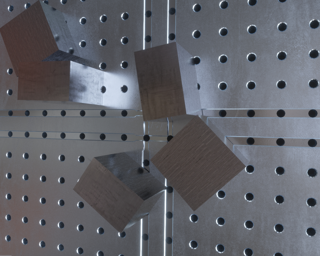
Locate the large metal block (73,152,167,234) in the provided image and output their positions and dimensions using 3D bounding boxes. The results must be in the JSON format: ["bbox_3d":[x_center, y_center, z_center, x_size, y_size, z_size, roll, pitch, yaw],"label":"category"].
[{"bbox_3d":[-0.048,0.078,0.401,0.080,0.080,0.050,38,102,16],"label":"large metal block"}]

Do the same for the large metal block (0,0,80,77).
[{"bbox_3d":[-0.179,-0.127,0.463,0.080,0.050,0.080,-26,82,18],"label":"large metal block"}]

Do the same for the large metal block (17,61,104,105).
[{"bbox_3d":[-0.135,-0.060,0.432,0.080,0.080,0.050,3,91,20],"label":"large metal block"}]

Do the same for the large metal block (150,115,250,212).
[{"bbox_3d":[0.050,0.041,0.382,0.080,0.050,0.080,-45,76,14],"label":"large metal block"}]

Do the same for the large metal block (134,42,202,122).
[{"bbox_3d":[0.013,-0.051,0.379,0.050,0.080,0.080,-9,87,20],"label":"large metal block"}]
